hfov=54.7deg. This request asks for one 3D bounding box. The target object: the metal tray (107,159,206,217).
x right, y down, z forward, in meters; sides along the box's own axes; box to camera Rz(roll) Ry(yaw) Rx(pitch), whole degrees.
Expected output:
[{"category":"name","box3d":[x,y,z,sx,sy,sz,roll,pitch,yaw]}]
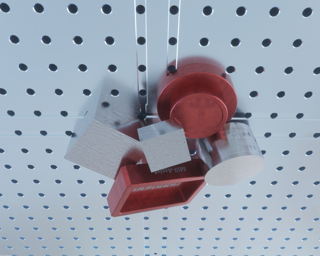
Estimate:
[{"category":"metal tray","box3d":[-0.001,0.085,0.443,0.131,0.030,0.089,-2,142,-28]}]

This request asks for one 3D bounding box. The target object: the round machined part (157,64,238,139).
[{"category":"round machined part","box3d":[0.046,-0.025,0.379,0.099,0.042,0.097,0,130,0]}]

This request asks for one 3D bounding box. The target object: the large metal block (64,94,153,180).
[{"category":"large metal block","box3d":[-0.066,0.016,0.408,0.080,0.050,0.080,29,124,-22]}]

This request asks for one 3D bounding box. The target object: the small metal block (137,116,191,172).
[{"category":"small metal block","box3d":[0.006,0.020,0.368,0.050,0.025,0.050,-17,126,0]}]

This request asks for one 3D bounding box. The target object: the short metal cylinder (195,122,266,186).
[{"category":"short metal cylinder","box3d":[0.092,0.036,0.412,0.081,0.050,0.080,-9,145,-6]}]
